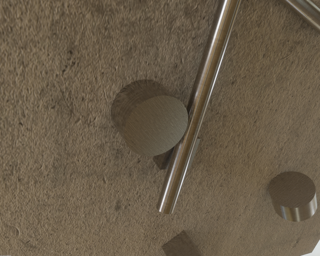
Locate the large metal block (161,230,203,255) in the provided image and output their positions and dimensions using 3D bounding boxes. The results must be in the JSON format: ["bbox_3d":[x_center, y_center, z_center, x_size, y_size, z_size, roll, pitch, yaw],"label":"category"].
[{"bbox_3d":[0.056,0.244,0.553,0.050,0.080,0.080,-35,129,-5],"label":"large metal block"}]

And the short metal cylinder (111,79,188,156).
[{"bbox_3d":[-0.013,-0.013,0.376,0.081,0.050,0.079,-14,124,-21],"label":"short metal cylinder"}]

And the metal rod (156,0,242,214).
[{"bbox_3d":[0.047,-0.026,0.392,0.025,0.025,0.298,7,108,-31],"label":"metal rod"}]

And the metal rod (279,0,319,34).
[{"bbox_3d":[0.133,-0.178,0.369,0.302,0.025,0.025,17,110,-35],"label":"metal rod"}]

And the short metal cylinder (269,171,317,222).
[{"bbox_3d":[0.254,0.130,0.591,0.080,0.080,0.050,-34,129,-6],"label":"short metal cylinder"}]

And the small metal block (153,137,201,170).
[{"bbox_3d":[0.023,0.030,0.438,0.050,0.025,0.050,2,118,-29],"label":"small metal block"}]
